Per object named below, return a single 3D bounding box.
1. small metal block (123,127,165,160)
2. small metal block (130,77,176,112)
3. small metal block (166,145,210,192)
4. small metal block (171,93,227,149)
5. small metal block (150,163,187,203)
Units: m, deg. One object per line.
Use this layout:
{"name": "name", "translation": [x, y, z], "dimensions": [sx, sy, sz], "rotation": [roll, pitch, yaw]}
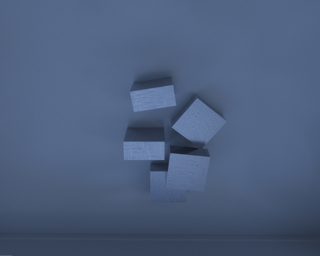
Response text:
{"name": "small metal block", "translation": [-0.020, 0.020, 0.405], "dimensions": [0.050, 0.050, 0.025], "rotation": [0, 110, 0]}
{"name": "small metal block", "translation": [-0.008, -0.043, 0.382], "dimensions": [0.050, 0.050, 0.025], "rotation": [-9, 110, 3]}
{"name": "small metal block", "translation": [0.035, 0.053, 0.404], "dimensions": [0.050, 0.025, 0.050], "rotation": [6, 110, -2]}
{"name": "small metal block", "translation": [0.050, -0.009, 0.408], "dimensions": [0.050, 0.025, 0.050], "rotation": [37, 106, -13]}
{"name": "small metal block", "translation": [0.012, 0.078, 0.440], "dimensions": [0.050, 0.025, 0.050], "rotation": [0, 110, 0]}
